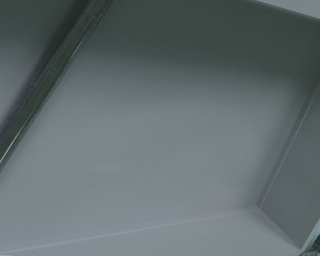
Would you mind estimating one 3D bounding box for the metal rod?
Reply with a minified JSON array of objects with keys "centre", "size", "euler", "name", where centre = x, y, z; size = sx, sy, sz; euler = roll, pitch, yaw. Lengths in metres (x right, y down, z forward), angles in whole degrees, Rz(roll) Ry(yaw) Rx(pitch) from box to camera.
[{"centre":[-0.132,-0.028,0.319],"size":[0.025,0.025,0.299],"euler":[29,102,-38],"name":"metal rod"}]
